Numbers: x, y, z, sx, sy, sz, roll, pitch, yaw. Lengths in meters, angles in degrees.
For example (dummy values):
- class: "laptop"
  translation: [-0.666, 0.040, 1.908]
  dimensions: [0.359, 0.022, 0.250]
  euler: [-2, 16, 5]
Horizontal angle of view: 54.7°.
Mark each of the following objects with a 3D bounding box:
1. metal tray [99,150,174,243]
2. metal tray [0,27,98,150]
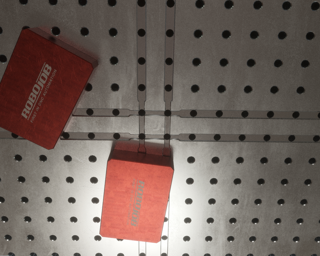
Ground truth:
- class: "metal tray"
  translation: [-0.035, 0.101, 0.447]
  dimensions: [0.091, 0.030, 0.129]
  euler: [8, 110, -4]
- class: "metal tray"
  translation: [-0.148, -0.047, 0.391]
  dimensions: [0.090, 0.030, 0.129]
  euler: [28, 107, -11]
